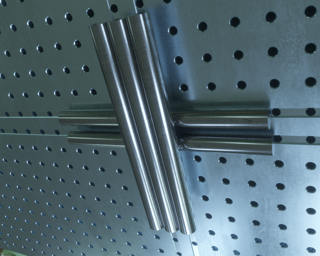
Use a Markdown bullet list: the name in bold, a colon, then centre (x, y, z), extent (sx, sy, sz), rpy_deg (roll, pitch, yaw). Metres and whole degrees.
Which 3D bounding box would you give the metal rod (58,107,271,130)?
- **metal rod**: centre (-0.013, -0.013, 0.409), extent (0.301, 0.025, 0.025), rpy_deg (1, 119, 27)

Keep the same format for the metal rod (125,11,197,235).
- **metal rod**: centre (0.009, 0.014, 0.382), extent (0.025, 0.025, 0.298), rpy_deg (0, 119, 27)

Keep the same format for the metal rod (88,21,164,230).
- **metal rod**: centre (-0.035, 0.015, 0.406), extent (0.025, 0.025, 0.298), rpy_deg (0, 119, 27)

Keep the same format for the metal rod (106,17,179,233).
- **metal rod**: centre (-0.013, 0.015, 0.394), extent (0.025, 0.025, 0.298), rpy_deg (0, 119, 27)

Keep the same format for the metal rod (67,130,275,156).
- **metal rod**: centre (-0.004, 0.017, 0.423), extent (0.301, 0.025, 0.025), rpy_deg (1, 119, 27)
